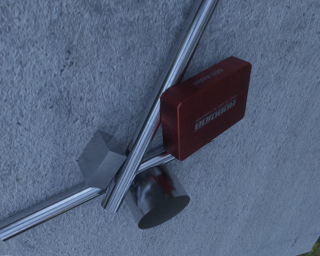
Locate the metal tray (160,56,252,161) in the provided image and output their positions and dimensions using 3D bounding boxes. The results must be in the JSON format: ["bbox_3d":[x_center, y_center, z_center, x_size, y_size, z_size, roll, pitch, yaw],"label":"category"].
[{"bbox_3d":[0.060,-0.026,0.394,0.131,0.030,0.089,-31,137,-29],"label":"metal tray"}]

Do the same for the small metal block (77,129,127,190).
[{"bbox_3d":[-0.072,0.038,0.376,0.025,0.050,0.050,26,104,-38],"label":"small metal block"}]

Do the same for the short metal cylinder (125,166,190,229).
[{"bbox_3d":[-0.005,0.097,0.434,0.081,0.050,0.080,-23,148,-15],"label":"short metal cylinder"}]

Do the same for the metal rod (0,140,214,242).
[{"bbox_3d":[-0.061,0.068,0.416,0.302,0.025,0.025,-24,128,-14],"label":"metal rod"}]

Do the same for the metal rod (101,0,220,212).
[{"bbox_3d":[-0.001,-0.031,0.370,0.025,0.025,0.298,18,103,-36],"label":"metal rod"}]
